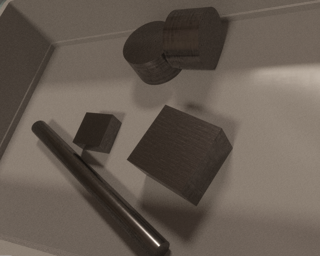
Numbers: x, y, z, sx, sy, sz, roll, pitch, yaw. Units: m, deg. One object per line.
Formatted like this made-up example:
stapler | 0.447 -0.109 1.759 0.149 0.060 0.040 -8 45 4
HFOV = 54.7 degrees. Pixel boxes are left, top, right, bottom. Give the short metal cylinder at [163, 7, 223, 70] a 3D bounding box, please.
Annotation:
short metal cylinder | 0.046 -0.120 0.419 0.050 0.080 0.080 8 66 31

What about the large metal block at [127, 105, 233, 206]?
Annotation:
large metal block | 0.024 0.030 0.358 0.080 0.050 0.080 26 76 36

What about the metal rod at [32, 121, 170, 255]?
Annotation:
metal rod | -0.098 0.064 0.415 0.300 0.025 0.025 33 80 38

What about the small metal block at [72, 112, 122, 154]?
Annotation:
small metal block | -0.090 0.006 0.447 0.050 0.025 0.050 6 65 30

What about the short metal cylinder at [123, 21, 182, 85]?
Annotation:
short metal cylinder | -0.007 -0.111 0.460 0.080 0.050 0.080 -13 56 20
